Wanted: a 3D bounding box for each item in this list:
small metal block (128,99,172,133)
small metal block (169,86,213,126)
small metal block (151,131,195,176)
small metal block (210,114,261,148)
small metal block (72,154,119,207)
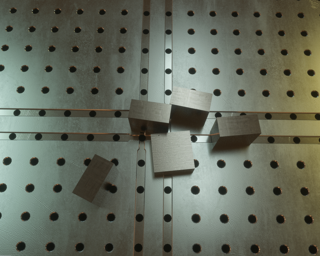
[{"bbox_3d":[-0.012,-0.013,0.403,0.050,0.050,0.025,8,70,2],"label":"small metal block"},{"bbox_3d":[0.039,-0.028,0.409,0.050,0.050,0.025,12,71,4],"label":"small metal block"},{"bbox_3d":[0.016,0.033,0.400,0.050,0.025,0.050,-5,70,-2],"label":"small metal block"},{"bbox_3d":[0.095,0.005,0.398,0.050,0.050,0.025,-5,70,-2],"label":"small metal block"},{"bbox_3d":[-0.076,0.065,0.374,0.025,0.050,0.050,26,72,8],"label":"small metal block"}]
